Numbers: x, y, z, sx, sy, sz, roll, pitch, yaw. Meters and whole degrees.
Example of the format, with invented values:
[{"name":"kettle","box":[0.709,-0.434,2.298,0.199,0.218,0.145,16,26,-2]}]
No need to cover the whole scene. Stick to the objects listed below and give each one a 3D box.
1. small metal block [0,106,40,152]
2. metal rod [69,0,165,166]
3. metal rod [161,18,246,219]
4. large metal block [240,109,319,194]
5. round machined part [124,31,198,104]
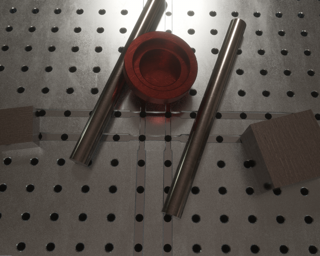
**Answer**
[{"name":"small metal block","box":[-0.189,0.001,0.409,0.050,0.025,0.050,-7,70,-3]},{"name":"metal rod","box":[-0.051,-0.088,0.443,0.025,0.025,0.300,20,71,7]},{"name":"metal rod","box":[0.066,-0.026,0.422,0.025,0.025,0.300,20,71,6]},{"name":"large metal block","box":[0.158,0.031,0.389,0.081,0.050,0.080,-14,71,-5]},{"name":"round machined part","box":[-0.001,-0.079,0.425,0.099,0.042,0.098,3,75,-10]}]
